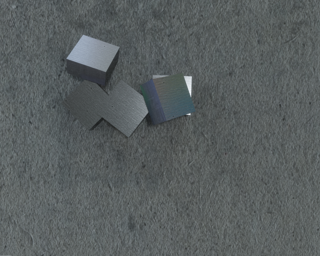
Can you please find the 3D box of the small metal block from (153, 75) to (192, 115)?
[{"bbox_3d":[0.015,-0.043,0.411,0.050,0.025,0.050,2,90,-1],"label":"small metal block"}]

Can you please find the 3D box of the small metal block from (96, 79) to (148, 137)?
[{"bbox_3d":[-0.042,-0.024,0.384,0.050,0.025,0.050,38,90,-1],"label":"small metal block"}]

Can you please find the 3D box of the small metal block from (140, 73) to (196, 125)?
[{"bbox_3d":[0.010,-0.035,0.374,0.050,0.025,0.050,-19,90,-40],"label":"small metal block"}]

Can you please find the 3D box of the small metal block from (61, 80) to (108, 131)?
[{"bbox_3d":[-0.092,-0.032,0.409,0.050,0.025,0.050,-45,91,0],"label":"small metal block"}]

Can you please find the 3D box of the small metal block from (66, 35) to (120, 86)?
[{"bbox_3d":[-0.085,-0.088,0.398,0.050,0.025,0.050,19,53,-1],"label":"small metal block"}]
